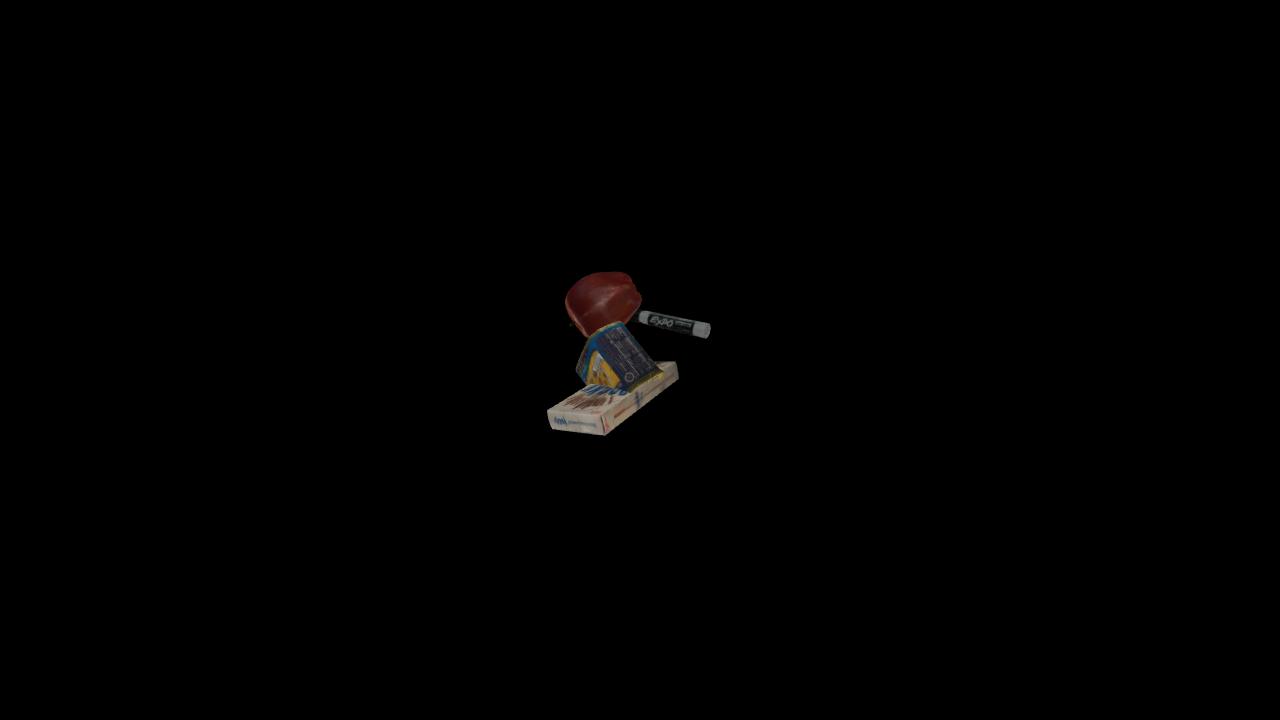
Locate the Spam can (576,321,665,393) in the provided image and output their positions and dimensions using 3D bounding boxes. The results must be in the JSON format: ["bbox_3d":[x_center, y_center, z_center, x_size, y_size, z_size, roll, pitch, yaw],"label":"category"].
[{"bbox_3d":[-0.028,0.015,0.739,0.058,0.085,0.101,-30,-17,-32],"label":"Spam can"}]

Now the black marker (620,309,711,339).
[{"bbox_3d":[0.030,-0.048,0.764,0.121,0.020,0.020,15,7,29],"label":"black marker"}]

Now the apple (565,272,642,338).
[{"bbox_3d":[-0.046,-0.067,0.745,0.093,0.079,0.079,-31,1,-2],"label":"apple"}]

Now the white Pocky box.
[{"bbox_3d":[-0.028,0.041,0.726,0.084,0.028,0.154,0,22,38],"label":"white Pocky box"}]
